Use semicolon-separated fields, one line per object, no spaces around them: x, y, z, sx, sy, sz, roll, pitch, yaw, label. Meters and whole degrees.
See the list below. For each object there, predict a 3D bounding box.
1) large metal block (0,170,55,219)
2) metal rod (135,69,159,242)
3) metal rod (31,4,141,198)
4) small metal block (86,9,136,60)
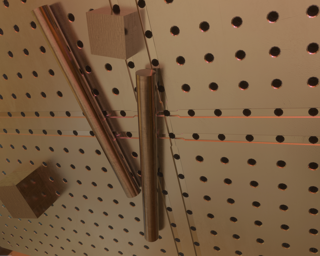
-0.273;0.134;0.622;0.080;0.050;0.080;-10;113;32;large metal block
-0.016;0.059;0.456;0.025;0.025;0.298;13;124;21;metal rod
-0.098;-0.025;0.447;0.025;0.025;0.299;-10;114;32;metal rod
-0.058;-0.113;0.372;0.050;0.025;0.050;13;124;21;small metal block
